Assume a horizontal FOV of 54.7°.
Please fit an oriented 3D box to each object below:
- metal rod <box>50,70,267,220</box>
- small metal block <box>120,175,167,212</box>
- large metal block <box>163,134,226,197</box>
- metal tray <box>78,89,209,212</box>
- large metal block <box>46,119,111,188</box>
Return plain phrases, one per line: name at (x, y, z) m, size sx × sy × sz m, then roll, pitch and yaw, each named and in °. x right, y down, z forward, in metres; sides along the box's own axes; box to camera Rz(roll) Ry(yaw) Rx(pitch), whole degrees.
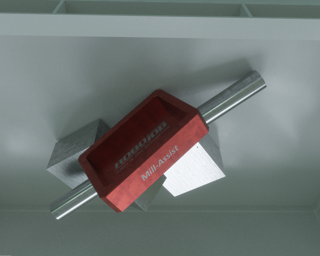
metal rod at (-0.007, 0.024, 0.379) m, size 0.300 × 0.025 × 0.025 m, roll -33°, pitch 124°, yaw 7°
small metal block at (-0.028, 0.071, 0.387) m, size 0.050 × 0.050 × 0.025 m, roll 6°, pitch 143°, yaw 46°
large metal block at (0.032, 0.040, 0.426) m, size 0.080 × 0.050 × 0.080 m, roll -27°, pitch 126°, yaw 20°
metal tray at (-0.022, 0.019, 0.345) m, size 0.130 × 0.090 × 0.030 m, roll -42°, pitch 126°, yaw -8°
large metal block at (-0.091, 0.046, 0.426) m, size 0.080 × 0.050 × 0.080 m, roll -27°, pitch 126°, yaw 20°
